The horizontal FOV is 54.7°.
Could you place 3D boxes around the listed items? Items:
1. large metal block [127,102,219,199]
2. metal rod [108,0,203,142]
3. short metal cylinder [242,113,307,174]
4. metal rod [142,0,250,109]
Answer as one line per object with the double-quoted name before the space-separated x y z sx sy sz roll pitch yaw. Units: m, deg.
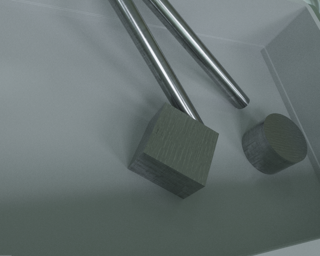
"large metal block" 0.018 0.028 0.384 0.080 0.050 0.080 30 52 -9
"metal rod" -0.017 -0.104 0.386 0.025 0.025 0.299 -48 114 -39
"short metal cylinder" 0.173 0.024 0.471 0.081 0.050 0.080 14 56 -21
"metal rod" 0.038 -0.127 0.434 0.300 0.025 0.025 41 47 -30
